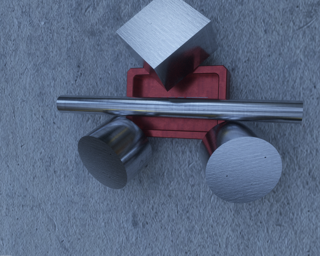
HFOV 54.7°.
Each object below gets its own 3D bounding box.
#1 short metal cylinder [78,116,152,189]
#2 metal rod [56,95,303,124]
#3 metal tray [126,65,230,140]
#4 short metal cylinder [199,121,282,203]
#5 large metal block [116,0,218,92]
[{"bbox_3d":[-0.058,0.031,0.398,0.080,0.050,0.079,22,132,26],"label":"short metal cylinder"},{"bbox_3d":[0.008,-0.025,0.376,0.301,0.025,0.025,3,91,19],"label":"metal rod"},{"bbox_3d":[0.022,-0.032,0.400,0.130,0.030,0.089,2,91,19],"label":"metal tray"},{"bbox_3d":[0.088,0.037,0.348,0.081,0.050,0.079,0,111,-1],"label":"short metal cylinder"},{"bbox_3d":[0.009,-0.105,0.371,0.080,0.050,0.080,-41,60,-2],"label":"large metal block"}]
